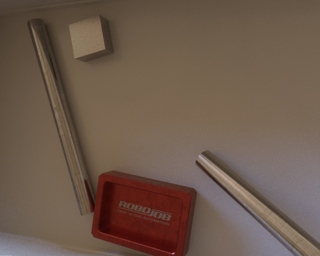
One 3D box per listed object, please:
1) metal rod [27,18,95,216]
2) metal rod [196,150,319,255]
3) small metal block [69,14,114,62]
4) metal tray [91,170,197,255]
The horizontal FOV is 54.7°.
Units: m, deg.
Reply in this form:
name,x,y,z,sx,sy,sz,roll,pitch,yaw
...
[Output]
name,x,y,z,sx,sy,sz,roll,pitch,yaw
metal rod,-0.146,-0.020,0.460,0.025,0.025,0.299,-20,84,18
metal rod,0.139,0.115,0.294,0.300,0.025,0.025,42,104,41
small metal block,-0.098,-0.127,0.444,0.050,0.025,0.050,-12,86,19
metal tray,-0.023,0.114,0.414,0.130,0.030,0.089,9,93,19
